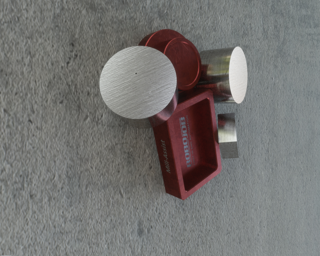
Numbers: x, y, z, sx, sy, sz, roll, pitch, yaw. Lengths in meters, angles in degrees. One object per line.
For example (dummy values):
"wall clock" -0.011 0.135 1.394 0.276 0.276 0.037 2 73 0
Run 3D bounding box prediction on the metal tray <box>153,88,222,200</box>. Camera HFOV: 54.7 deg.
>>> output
"metal tray" 0.039 0.020 0.421 0.091 0.030 0.129 -28 117 -37

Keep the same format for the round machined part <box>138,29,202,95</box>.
"round machined part" 0.017 -0.082 0.410 0.099 0.042 0.097 0 90 -40

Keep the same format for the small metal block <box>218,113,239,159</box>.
"small metal block" 0.104 0.012 0.470 0.050 0.025 0.050 64 25 -53

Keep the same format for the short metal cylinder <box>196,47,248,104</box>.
"short metal cylinder" 0.091 -0.075 0.452 0.080 0.050 0.079 -6 96 -57

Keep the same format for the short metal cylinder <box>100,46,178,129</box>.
"short metal cylinder" -0.021 -0.043 0.344 0.050 0.080 0.080 67 35 -77
